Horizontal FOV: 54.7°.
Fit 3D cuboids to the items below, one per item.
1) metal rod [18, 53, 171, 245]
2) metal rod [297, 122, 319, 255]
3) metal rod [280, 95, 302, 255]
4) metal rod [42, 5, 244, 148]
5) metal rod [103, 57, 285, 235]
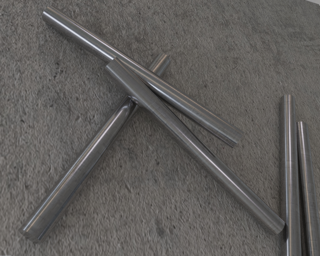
[{"bbox_3d":[-0.056,-0.002,0.374,0.025,0.025,0.301,35,51,-5],"label":"metal rod"},{"bbox_3d":[0.215,0.116,0.448,0.025,0.025,0.300,23,53,-14],"label":"metal rod"},{"bbox_3d":[0.196,0.064,0.469,0.025,0.025,0.300,26,53,-12],"label":"metal rod"},{"bbox_3d":[-0.027,-0.069,0.400,0.301,0.025,0.025,35,51,7],"label":"metal rod"},{"bbox_3d":[0.046,0.027,0.392,0.300,0.025,0.025,44,51,-6],"label":"metal rod"}]
